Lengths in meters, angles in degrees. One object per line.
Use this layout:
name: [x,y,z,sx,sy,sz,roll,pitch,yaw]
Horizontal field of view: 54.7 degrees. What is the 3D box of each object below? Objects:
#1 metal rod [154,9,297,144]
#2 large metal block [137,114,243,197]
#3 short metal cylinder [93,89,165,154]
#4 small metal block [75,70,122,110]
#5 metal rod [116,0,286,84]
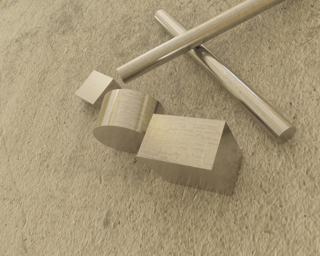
metal rod: [0.068,-0.089,0.421,0.025,0.025,0.300,-37,51,3]
large metal block: [0.036,0.029,0.331,0.080,0.080,0.050,7,65,31]
short metal cylinder: [-0.038,-0.006,0.391,0.080,0.080,0.050,-1,61,27]
small metal block: [-0.098,-0.058,0.489,0.050,0.025,0.050,28,77,37]
metal rod: [0.080,-0.140,0.420,0.301,0.025,0.025,-28,52,0]
